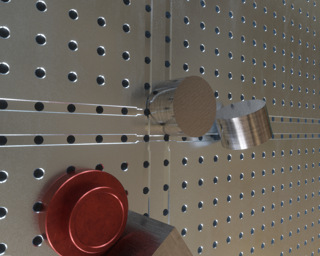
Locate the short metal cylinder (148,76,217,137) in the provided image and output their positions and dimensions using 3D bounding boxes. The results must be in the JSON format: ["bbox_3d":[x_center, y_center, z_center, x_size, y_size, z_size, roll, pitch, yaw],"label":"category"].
[{"bbox_3d":[0.031,-0.028,0.419,0.081,0.050,0.079,0,90,-40],"label":"short metal cylinder"}]

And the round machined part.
[{"bbox_3d":[-0.074,0.095,0.336,0.099,0.042,0.097,0,90,-40],"label":"round machined part"}]

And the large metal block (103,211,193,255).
[{"bbox_3d":[-0.023,0.150,0.354,0.080,0.080,0.050,-43,116,-32],"label":"large metal block"}]

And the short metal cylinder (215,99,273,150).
[{"bbox_3d":[0.128,-0.007,0.481,0.081,0.080,0.050,-30,109,-36],"label":"short metal cylinder"}]
